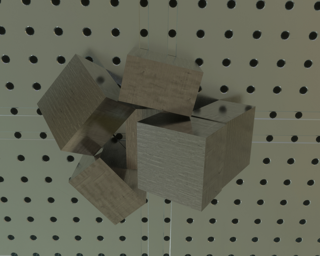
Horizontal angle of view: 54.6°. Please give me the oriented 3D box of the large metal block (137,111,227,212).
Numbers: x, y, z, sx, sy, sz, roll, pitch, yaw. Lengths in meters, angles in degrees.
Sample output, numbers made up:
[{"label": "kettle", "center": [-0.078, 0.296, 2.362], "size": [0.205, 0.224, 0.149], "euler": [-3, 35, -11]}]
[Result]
[{"label": "large metal block", "center": [0.023, 0.032, 0.338], "size": [0.080, 0.050, 0.079], "euler": [13, 113, 31]}]

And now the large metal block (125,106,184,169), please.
[{"label": "large metal block", "center": [-0.001, 0.007, 0.402], "size": [0.080, 0.050, 0.079], "euler": [1, 110, -1]}]

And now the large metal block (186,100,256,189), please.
[{"label": "large metal block", "center": [0.074, 0.016, 0.382], "size": [0.050, 0.081, 0.079], "euler": [14, 114, 35]}]

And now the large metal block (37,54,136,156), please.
[{"label": "large metal block", "center": [-0.089, -0.026, 0.367], "size": [0.080, 0.080, 0.050], "euler": [-47, 148, 15]}]

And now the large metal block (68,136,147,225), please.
[{"label": "large metal block", "center": [-0.062, 0.063, 0.405], "size": [0.050, 0.080, 0.080], "euler": [-38, 106, 12]}]

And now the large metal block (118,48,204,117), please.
[{"label": "large metal block", "center": [0.001, -0.057, 0.363], "size": [0.080, 0.080, 0.050], "euler": [12, 110, -4]}]
